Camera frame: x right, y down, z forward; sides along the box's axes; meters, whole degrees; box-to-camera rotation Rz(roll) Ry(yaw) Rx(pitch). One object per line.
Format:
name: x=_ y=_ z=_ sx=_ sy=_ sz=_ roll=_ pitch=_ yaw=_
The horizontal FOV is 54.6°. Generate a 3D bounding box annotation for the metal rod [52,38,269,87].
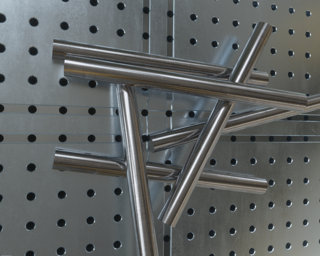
metal rod: x=0.015 y=-0.083 z=0.417 sx=0.302 sy=0.025 sz=0.025 roll=4 pitch=89 yaw=-20

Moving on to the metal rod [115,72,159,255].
metal rod: x=-0.025 y=0.078 z=0.368 sx=0.025 sy=0.025 sz=0.299 roll=-5 pitch=79 yaw=-20

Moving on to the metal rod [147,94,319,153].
metal rod: x=0.126 y=-0.012 z=0.458 sx=0.302 sy=0.025 sz=0.025 roll=-13 pitch=95 yaw=-20

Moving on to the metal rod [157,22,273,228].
metal rod: x=0.077 y=-0.012 z=0.412 sx=0.025 sy=0.025 sz=0.300 roll=31 pitch=80 yaw=-17

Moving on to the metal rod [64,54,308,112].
metal rod: x=0.039 y=-0.053 z=0.382 sx=0.302 sy=0.025 sz=0.025 roll=7 pitch=88 yaw=-10

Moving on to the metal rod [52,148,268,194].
metal rod: x=0.014 y=0.062 z=0.417 sx=0.302 sy=0.025 sz=0.025 roll=10 pitch=87 yaw=-20
